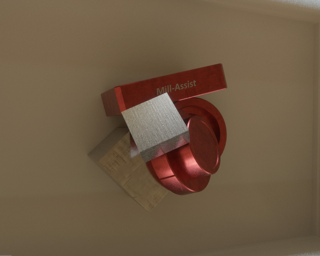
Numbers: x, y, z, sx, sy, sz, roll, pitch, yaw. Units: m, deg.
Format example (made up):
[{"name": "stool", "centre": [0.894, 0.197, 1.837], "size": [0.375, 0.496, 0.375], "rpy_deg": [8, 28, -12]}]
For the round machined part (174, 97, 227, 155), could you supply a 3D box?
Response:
[{"name": "round machined part", "centre": [0.036, 0.009, 0.416], "size": [0.099, 0.042, 0.097], "rpy_deg": [0, 90, -21]}]

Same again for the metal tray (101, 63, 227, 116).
[{"name": "metal tray", "centre": [0.002, -0.045, 0.375], "size": [0.131, 0.090, 0.030], "rpy_deg": [-16, 96, -20]}]

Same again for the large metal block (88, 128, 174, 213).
[{"name": "large metal block", "centre": [-0.034, 0.046, 0.368], "size": [0.050, 0.080, 0.080], "rpy_deg": [-46, 105, -14]}]

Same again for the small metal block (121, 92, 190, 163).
[{"name": "small metal block", "centre": [-0.004, -0.001, 0.310], "size": [0.050, 0.025, 0.050], "rpy_deg": [-24, 60, -6]}]

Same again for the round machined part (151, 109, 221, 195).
[{"name": "round machined part", "centre": [0.034, 0.024, 0.352], "size": [0.098, 0.042, 0.098], "rpy_deg": [32, 48, -43]}]
